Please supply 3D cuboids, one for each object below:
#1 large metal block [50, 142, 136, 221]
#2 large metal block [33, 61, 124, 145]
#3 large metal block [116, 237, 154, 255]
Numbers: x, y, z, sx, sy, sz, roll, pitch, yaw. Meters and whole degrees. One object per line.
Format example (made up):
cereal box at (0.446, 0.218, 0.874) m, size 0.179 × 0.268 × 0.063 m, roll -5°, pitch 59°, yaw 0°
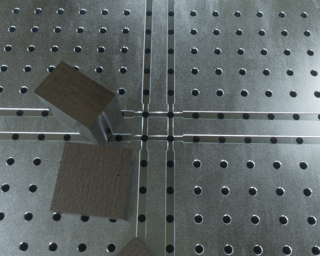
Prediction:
large metal block at (-0.076, 0.066, 0.374) m, size 0.080 × 0.050 × 0.080 m, roll 6°, pitch 70°, yaw 2°
large metal block at (-0.098, -0.026, 0.392) m, size 0.080 × 0.080 × 0.050 m, roll 32°, pitch 73°, yaw 11°
large metal block at (-0.028, 0.177, 0.334) m, size 0.080 × 0.050 × 0.080 m, roll -43°, pitch 76°, yaw -14°
